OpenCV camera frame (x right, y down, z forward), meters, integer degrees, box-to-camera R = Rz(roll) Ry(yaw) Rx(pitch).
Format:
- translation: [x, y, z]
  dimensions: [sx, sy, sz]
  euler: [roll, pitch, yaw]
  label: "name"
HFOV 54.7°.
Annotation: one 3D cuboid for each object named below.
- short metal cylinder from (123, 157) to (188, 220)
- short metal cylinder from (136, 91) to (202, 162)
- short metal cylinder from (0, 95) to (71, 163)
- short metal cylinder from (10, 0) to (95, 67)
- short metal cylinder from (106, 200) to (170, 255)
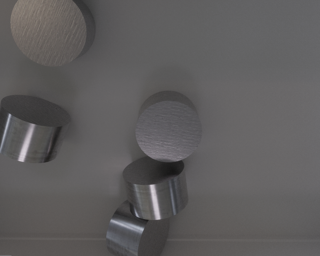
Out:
- translation: [-0.005, 0.076, 0.410]
  dimensions: [0.080, 0.080, 0.050]
  euler: [-7, 110, 3]
  label: "short metal cylinder"
- translation: [0.011, -0.003, 0.397]
  dimensions: [0.081, 0.050, 0.079]
  euler: [0, 110, 0]
  label: "short metal cylinder"
- translation: [-0.157, 0.000, 0.380]
  dimensions: [0.080, 0.080, 0.050]
  euler: [22, 109, -8]
  label: "short metal cylinder"
- translation: [-0.119, -0.114, 0.355]
  dimensions: [0.081, 0.050, 0.079]
  euler: [0, 110, 0]
  label: "short metal cylinder"
- translation: [-0.028, 0.143, 0.427]
  dimensions: [0.050, 0.080, 0.079]
  euler: [11, 113, 29]
  label: "short metal cylinder"
